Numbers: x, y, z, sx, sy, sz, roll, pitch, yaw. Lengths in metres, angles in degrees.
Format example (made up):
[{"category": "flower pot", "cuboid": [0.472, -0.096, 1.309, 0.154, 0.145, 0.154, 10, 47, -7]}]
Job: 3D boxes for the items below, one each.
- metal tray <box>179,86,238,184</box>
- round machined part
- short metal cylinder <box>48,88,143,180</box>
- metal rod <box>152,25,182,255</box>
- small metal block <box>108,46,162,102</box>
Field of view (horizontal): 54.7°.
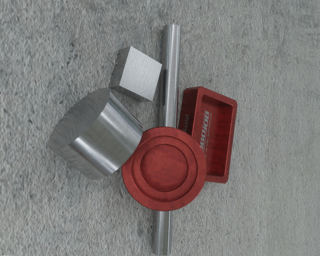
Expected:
[{"category": "metal tray", "cuboid": [0.069, 0.013, 0.458, 0.091, 0.030, 0.129, 14, 81, -39]}, {"category": "round machined part", "cuboid": [0.006, 0.047, 0.376, 0.099, 0.042, 0.097, 0, 88, 2]}, {"category": "short metal cylinder", "cuboid": [-0.065, 0.005, 0.315, 0.050, 0.080, 0.080, 47, 62, -30]}, {"category": "metal rod", "cuboid": [0.009, 0.014, 0.412, 0.025, 0.025, 0.298, 5, 87, -40]}, {"category": "small metal block", "cuboid": [-0.030, -0.064, 0.380, 0.050, 0.025, 0.050, 23, 76, -38]}]
